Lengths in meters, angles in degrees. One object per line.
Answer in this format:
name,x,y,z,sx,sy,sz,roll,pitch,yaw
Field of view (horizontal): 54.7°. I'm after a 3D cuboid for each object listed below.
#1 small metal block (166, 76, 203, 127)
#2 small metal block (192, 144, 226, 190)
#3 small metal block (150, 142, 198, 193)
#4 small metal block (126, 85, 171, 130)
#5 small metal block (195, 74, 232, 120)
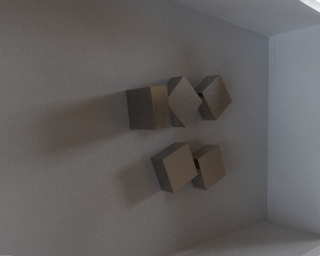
small metal block,0.026,-0.036,0.430,0.050,0.025,0.050,50,61,-29
small metal block,0.070,0.058,0.468,0.050,0.025,0.050,-27,107,-37
small metal block,0.020,0.053,0.426,0.050,0.025,0.050,-30,109,-36
small metal block,-0.015,-0.024,0.380,0.025,0.050,0.050,-11,97,-40
small metal block,0.079,-0.046,0.475,0.050,0.025,0.050,-46,118,-30
